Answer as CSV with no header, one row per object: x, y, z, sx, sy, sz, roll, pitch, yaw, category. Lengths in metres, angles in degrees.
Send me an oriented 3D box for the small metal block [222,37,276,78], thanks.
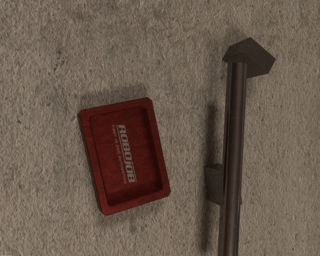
0.127,-0.099,0.444,0.050,0.050,0.025,34,79,-17,small metal block

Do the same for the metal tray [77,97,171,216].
-0.044,0.033,0.390,0.091,0.030,0.129,-13,95,-20,metal tray

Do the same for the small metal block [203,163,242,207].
0.086,0.078,0.429,0.025,0.050,0.050,-8,93,-20,small metal block

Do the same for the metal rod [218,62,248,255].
0.090,0.068,0.390,0.025,0.025,0.298,4,89,-20,metal rod
